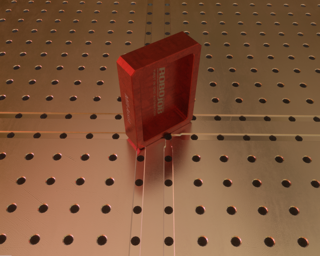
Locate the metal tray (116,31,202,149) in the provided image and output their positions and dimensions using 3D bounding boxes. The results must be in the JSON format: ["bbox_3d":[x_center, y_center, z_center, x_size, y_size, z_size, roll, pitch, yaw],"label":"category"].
[{"bbox_3d":[0.000,-0.041,0.374,0.091,0.129,0.030,-28,56,-22],"label":"metal tray"}]
